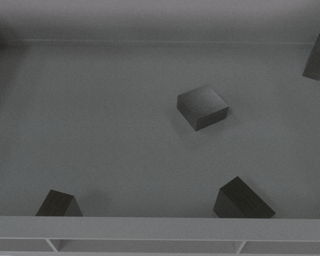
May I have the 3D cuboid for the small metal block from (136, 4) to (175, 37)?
[{"bbox_3d":[-0.008,-0.201,0.576,0.050,0.025,0.050,34,58,25],"label":"small metal block"}]

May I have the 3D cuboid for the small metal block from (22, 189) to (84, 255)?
[{"bbox_3d":[-0.102,0.097,0.306,0.025,0.050,0.050,13,51,10],"label":"small metal block"}]

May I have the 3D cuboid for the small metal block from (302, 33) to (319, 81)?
[{"bbox_3d":[0.250,-0.111,0.486,0.025,0.050,0.050,22,53,17],"label":"small metal block"}]

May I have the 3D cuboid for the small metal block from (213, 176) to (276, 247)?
[{"bbox_3d":[0.084,0.086,0.318,0.025,0.050,0.050,-29,56,-22],"label":"small metal block"}]

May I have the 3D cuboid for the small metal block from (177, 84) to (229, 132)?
[{"bbox_3d":[0.058,-0.029,0.430,0.050,0.025,0.050,-22,54,-18],"label":"small metal block"}]
